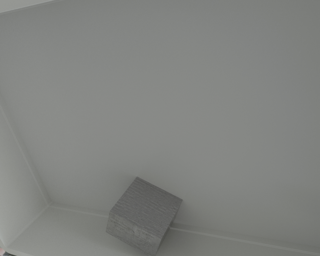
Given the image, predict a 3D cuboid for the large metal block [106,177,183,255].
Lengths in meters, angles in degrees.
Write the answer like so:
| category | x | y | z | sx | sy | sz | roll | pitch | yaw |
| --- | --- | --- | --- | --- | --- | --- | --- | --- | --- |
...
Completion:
| category | x | y | z | sx | sy | sz | roll | pitch | yaw |
| --- | --- | --- | --- | --- | --- | --- | --- | --- | --- |
| large metal block | -0.023 | 0.131 | 0.465 | 0.080 | 0.080 | 0.050 | 25 | 127 | 12 |
